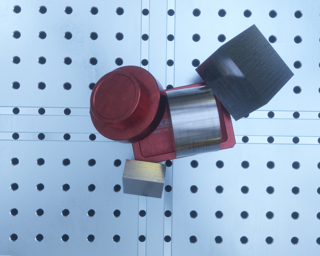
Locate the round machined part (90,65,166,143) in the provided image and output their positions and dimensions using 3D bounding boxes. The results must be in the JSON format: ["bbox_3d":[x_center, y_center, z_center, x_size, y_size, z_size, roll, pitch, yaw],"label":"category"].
[{"bbox_3d":[-0.046,-0.033,0.382,0.098,0.042,0.098,-6,74,22],"label":"round machined part"}]

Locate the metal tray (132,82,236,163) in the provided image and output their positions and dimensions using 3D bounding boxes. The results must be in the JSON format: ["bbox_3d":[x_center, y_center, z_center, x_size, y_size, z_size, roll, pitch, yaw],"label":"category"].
[{"bbox_3d":[0.025,-0.007,0.409,0.131,0.030,0.089,-11,90,0],"label":"metal tray"}]

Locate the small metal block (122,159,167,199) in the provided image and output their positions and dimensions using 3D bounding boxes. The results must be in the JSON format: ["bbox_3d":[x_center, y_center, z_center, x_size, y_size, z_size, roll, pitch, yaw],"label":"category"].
[{"bbox_3d":[-0.020,0.066,0.395,0.050,0.050,0.025,8,56,0],"label":"small metal block"}]

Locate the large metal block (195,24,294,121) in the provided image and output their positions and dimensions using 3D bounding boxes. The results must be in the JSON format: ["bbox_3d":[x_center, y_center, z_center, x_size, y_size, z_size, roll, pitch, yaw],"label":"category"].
[{"bbox_3d":[0.104,-0.068,0.378,0.080,0.050,0.080,-39,91,-37],"label":"large metal block"}]

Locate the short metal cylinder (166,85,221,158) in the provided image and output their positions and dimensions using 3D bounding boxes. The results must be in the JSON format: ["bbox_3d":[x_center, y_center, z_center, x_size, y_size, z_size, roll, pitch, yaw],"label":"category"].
[{"bbox_3d":[0.038,-0.008,0.370,0.050,0.080,0.080,-9,90,-1],"label":"short metal cylinder"}]
